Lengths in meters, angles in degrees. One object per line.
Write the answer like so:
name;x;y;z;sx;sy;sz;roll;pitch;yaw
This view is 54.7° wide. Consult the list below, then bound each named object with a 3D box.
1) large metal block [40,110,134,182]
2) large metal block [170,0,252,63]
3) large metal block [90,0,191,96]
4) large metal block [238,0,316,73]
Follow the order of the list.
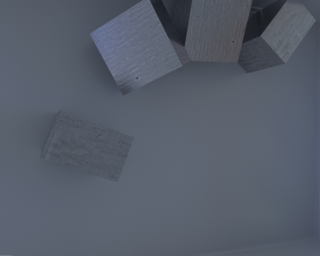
large metal block;-0.085;0.019;0.350;0.080;0.080;0.050;22;83;-19
large metal block;0.063;-0.133;0.403;0.081;0.050;0.079;-2;119;-20
large metal block;-0.021;-0.096;0.368;0.080;0.050;0.080;-23;101;23
large metal block;0.153;-0.130;0.437;0.050;0.080;0.080;41;77;-16
